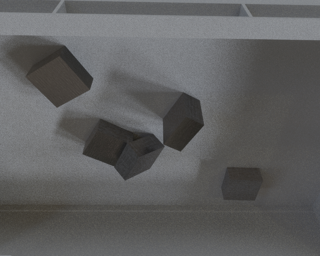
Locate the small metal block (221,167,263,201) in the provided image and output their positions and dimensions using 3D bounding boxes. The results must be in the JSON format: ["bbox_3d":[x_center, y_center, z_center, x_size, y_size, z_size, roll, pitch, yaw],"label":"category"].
[{"bbox_3d":[0.128,0.088,0.486,0.050,0.025,0.050,2,130,-3],"label":"small metal block"}]

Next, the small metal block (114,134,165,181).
[{"bbox_3d":[-0.028,0.039,0.424,0.050,0.025,0.050,-19,149,-47],"label":"small metal block"}]

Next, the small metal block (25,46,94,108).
[{"bbox_3d":[-0.115,-0.058,0.358,0.050,0.025,0.050,-25,126,19],"label":"small metal block"}]

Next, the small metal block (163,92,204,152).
[{"bbox_3d":[0.028,-0.008,0.387,0.025,0.050,0.050,24,126,-19],"label":"small metal block"}]

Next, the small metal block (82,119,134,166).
[{"bbox_3d":[-0.071,0.021,0.426,0.050,0.025,0.050,25,126,-20],"label":"small metal block"}]
